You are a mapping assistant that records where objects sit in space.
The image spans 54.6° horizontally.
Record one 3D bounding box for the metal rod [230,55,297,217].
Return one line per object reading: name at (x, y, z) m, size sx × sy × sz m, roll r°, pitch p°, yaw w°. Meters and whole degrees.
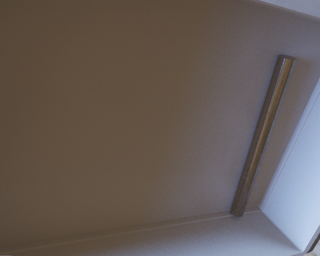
metal rod at (0.164, 0.029, 0.514) m, size 0.025 × 0.025 × 0.298 m, roll -6°, pitch 121°, yaw -25°
